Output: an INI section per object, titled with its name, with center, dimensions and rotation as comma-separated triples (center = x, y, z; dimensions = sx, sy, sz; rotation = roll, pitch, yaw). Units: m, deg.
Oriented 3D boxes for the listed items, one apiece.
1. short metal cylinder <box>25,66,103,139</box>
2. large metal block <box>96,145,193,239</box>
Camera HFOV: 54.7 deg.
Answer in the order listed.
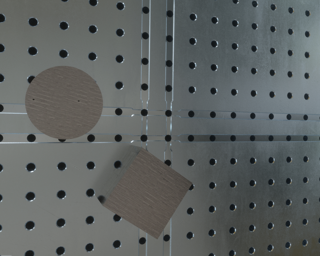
[short metal cylinder]
center = -0.111, -0.028, 0.358
dimensions = 0.081, 0.050, 0.080
rotation = 0, 90, -20
[large metal block]
center = -0.020, 0.078, 0.392
dimensions = 0.080, 0.050, 0.080
rotation = 37, 78, -16
